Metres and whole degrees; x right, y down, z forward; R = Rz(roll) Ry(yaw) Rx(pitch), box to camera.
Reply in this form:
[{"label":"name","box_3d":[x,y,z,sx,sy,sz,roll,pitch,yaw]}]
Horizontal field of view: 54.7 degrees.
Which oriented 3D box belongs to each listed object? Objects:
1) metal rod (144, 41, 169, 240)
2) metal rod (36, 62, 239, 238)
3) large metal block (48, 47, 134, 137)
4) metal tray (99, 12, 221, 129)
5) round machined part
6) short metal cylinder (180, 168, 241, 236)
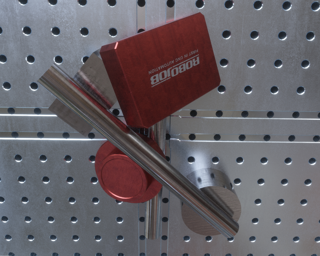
[{"label":"metal rod","box_3d":[-0.005,0.023,0.421,0.025,0.025,0.298,2,110,-1]},{"label":"metal rod","box_3d":[-0.007,0.040,0.353,0.025,0.025,0.300,-42,113,13]},{"label":"large metal block","box_3d":[-0.076,-0.047,0.367,0.050,0.080,0.080,40,105,-14]},{"label":"metal tray","box_3d":[0.008,-0.067,0.344,0.131,0.030,0.090,-32,113,-34]},{"label":"round machined part","box_3d":[-0.042,0.058,0.408,0.098,0.042,0.097,6,111,16]},{"label":"short metal cylinder","box_3d":[0.069,0.104,0.440,0.081,0.050,0.079,0,110,-1]}]
